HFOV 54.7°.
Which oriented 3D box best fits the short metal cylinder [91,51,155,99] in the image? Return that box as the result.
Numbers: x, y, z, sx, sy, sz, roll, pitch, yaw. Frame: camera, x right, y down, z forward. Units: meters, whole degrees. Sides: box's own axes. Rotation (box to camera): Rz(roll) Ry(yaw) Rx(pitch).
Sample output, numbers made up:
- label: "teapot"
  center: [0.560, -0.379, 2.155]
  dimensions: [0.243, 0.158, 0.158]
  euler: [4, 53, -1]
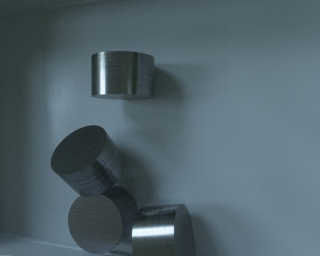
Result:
- label: "short metal cylinder"
  center: [-0.047, -0.064, 0.397]
  dimensions: [0.080, 0.080, 0.050]
  euler: [0, 90, 19]

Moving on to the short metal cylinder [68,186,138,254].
- label: "short metal cylinder"
  center: [-0.076, 0.123, 0.423]
  dimensions: [0.080, 0.050, 0.079]
  euler: [0, 90, 19]

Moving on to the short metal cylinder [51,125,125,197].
- label: "short metal cylinder"
  center: [-0.093, 0.043, 0.407]
  dimensions: [0.080, 0.050, 0.080]
  euler: [-16, 42, 15]

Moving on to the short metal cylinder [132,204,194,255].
- label: "short metal cylinder"
  center: [0.006, 0.135, 0.378]
  dimensions: [0.050, 0.080, 0.080]
  euler: [-9, 87, 19]
